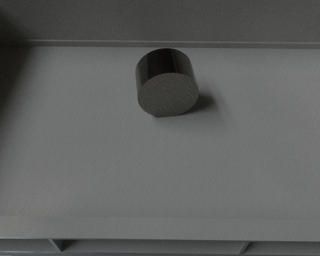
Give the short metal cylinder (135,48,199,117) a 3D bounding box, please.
[{"bbox_3d":[0.008,-0.060,0.420,0.080,0.080,0.050,-5,50,-4],"label":"short metal cylinder"}]
